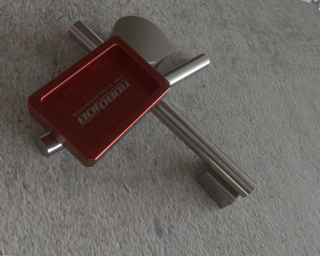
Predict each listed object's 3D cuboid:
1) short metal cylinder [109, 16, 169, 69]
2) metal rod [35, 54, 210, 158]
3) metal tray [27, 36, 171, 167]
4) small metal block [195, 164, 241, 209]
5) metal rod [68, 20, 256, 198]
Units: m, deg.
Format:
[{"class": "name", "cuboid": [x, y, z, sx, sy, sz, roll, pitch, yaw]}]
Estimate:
[{"class": "short metal cylinder", "cuboid": [-0.034, -0.110, 0.439, 0.081, 0.050, 0.080, 14, 56, -21]}, {"class": "metal rod", "cuboid": [-0.026, -0.045, 0.420, 0.302, 0.025, 0.025, -34, 81, -38]}, {"class": "metal tray", "cuboid": [-0.062, -0.033, 0.340, 0.090, 0.030, 0.131, 43, 62, 2]}, {"class": "small metal block", "cuboid": [0.083, 0.069, 0.410, 0.050, 0.025, 0.050, 47, 51, 5]}, {"class": "metal rod", "cuboid": [0.002, -0.025, 0.391, 0.300, 0.025, 0.025, 43, 51, 1]}]
